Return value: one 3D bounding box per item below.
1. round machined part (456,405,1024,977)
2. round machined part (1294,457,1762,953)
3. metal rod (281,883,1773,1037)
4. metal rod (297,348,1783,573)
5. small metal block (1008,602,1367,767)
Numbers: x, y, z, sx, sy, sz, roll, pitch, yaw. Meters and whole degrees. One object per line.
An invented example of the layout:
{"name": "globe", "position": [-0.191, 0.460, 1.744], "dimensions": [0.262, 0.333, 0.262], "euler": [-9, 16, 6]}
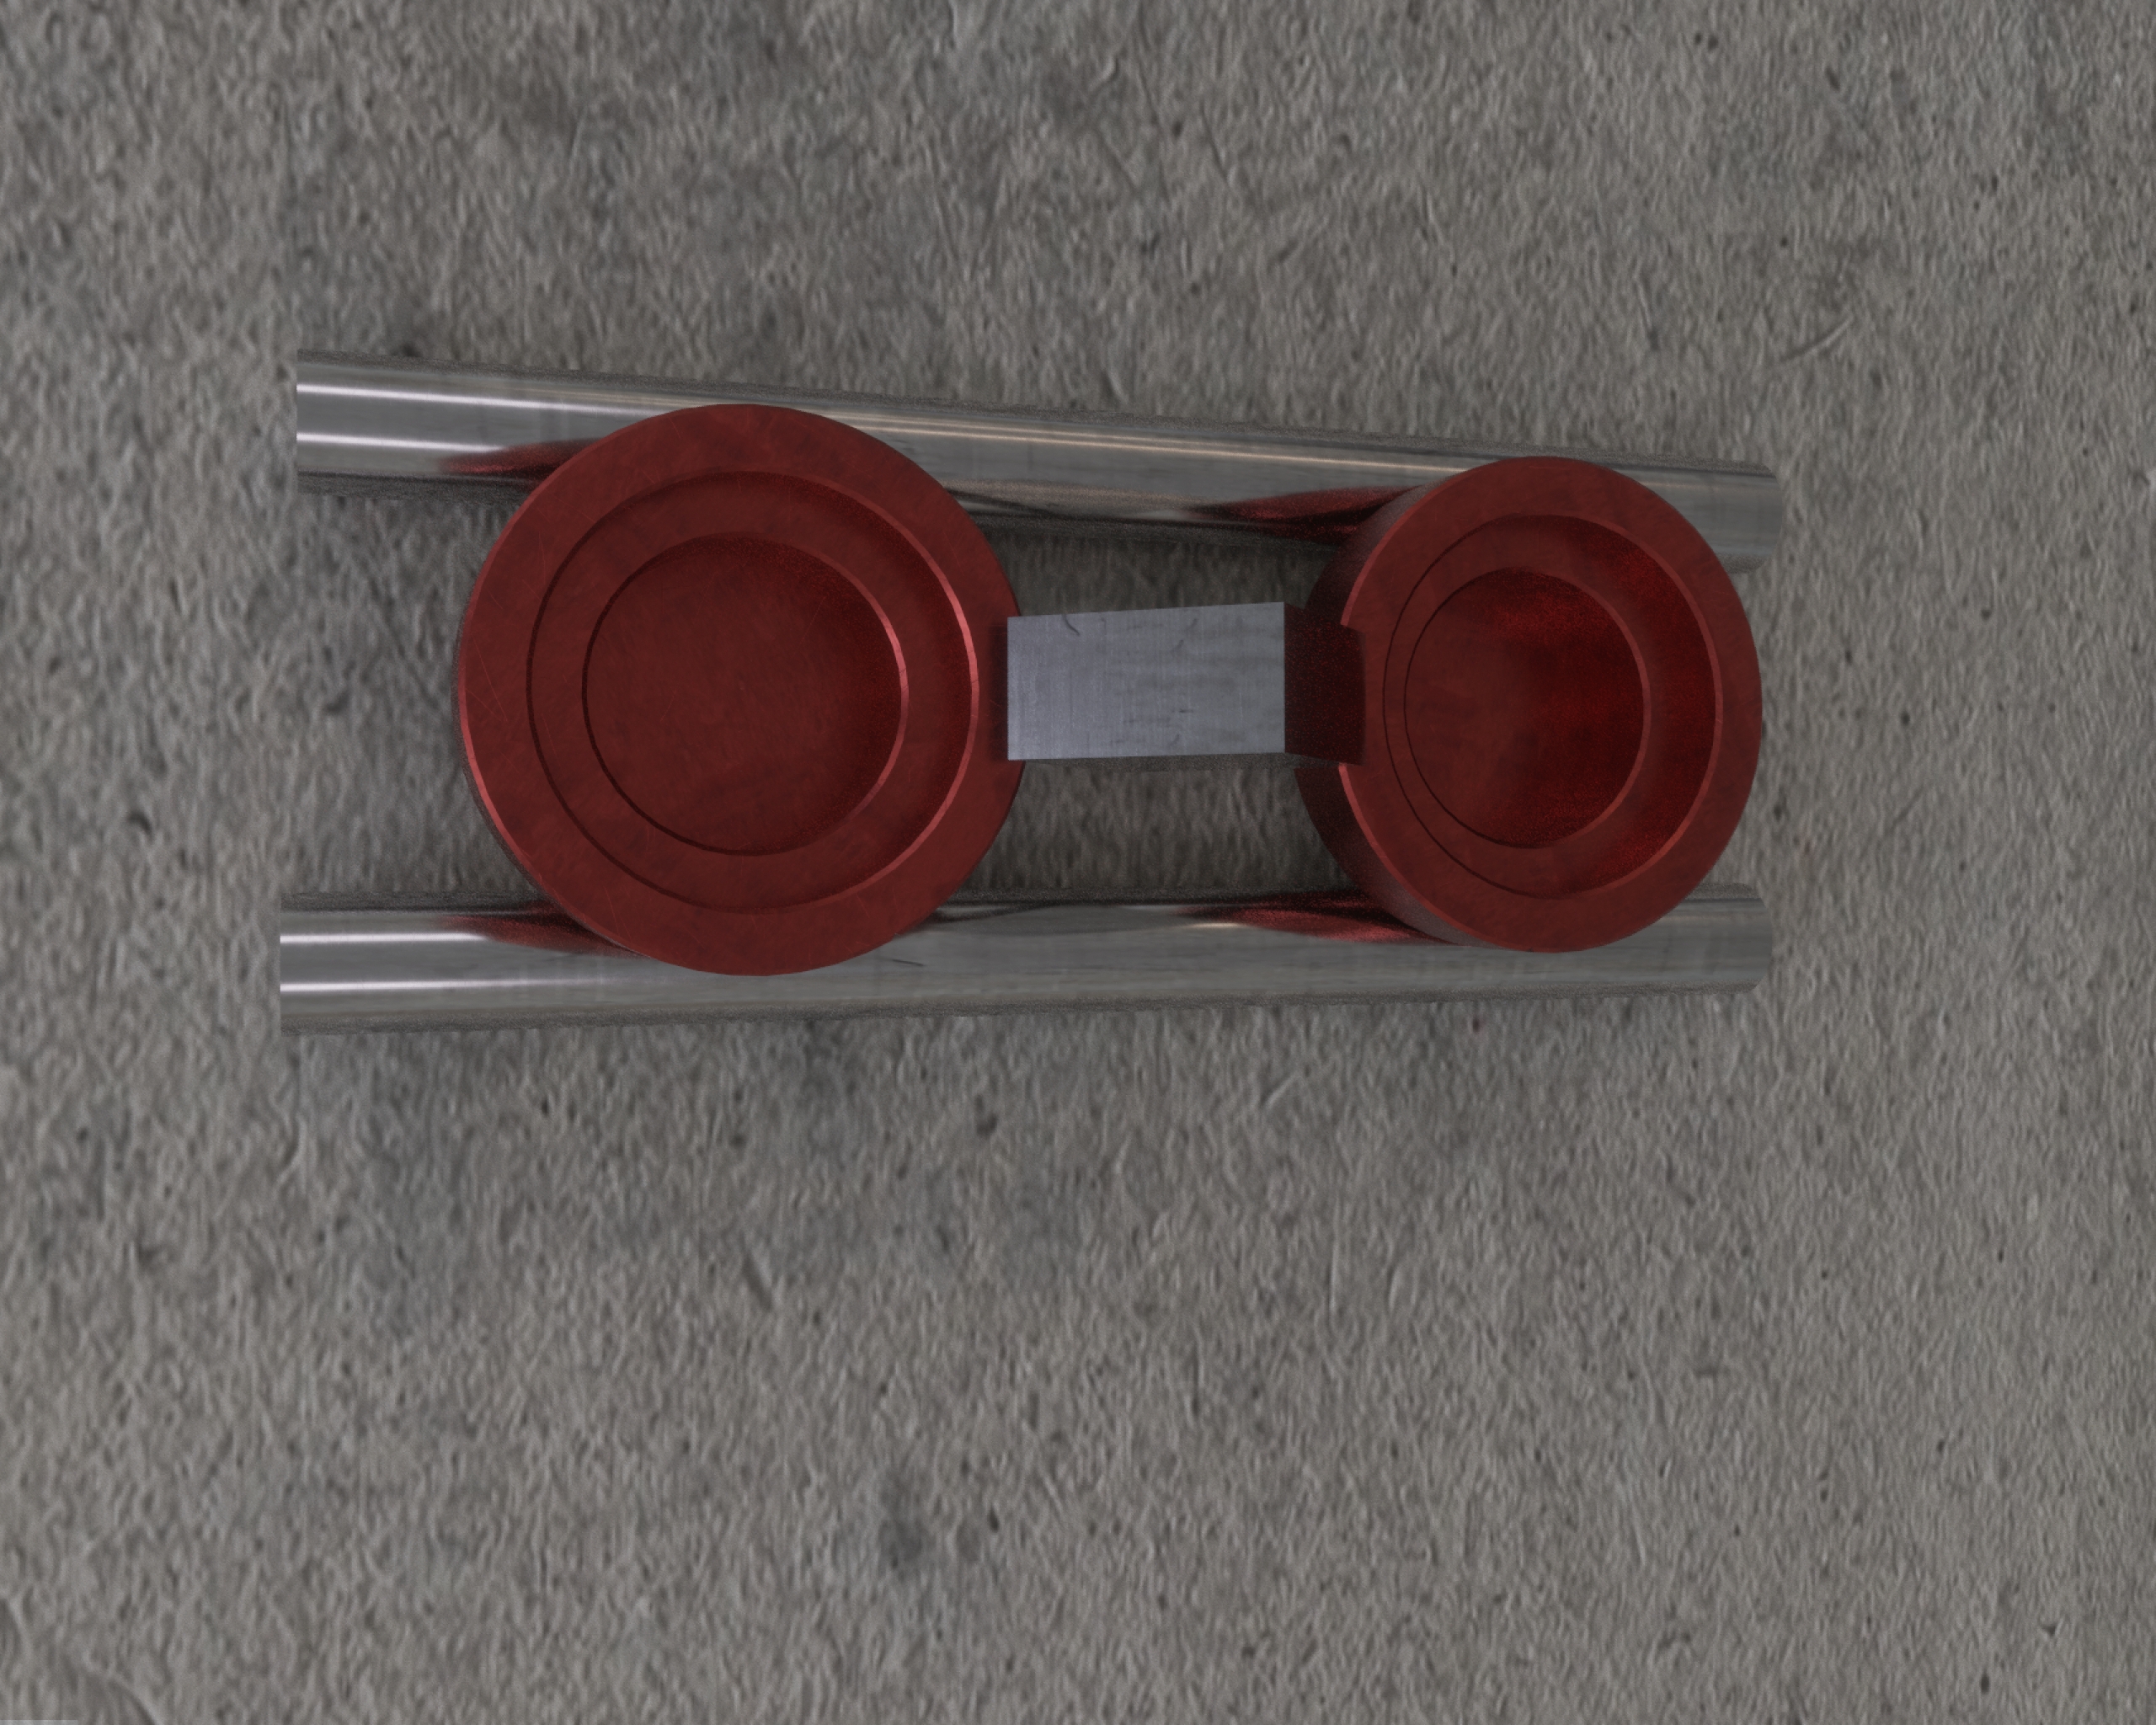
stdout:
{"name": "round machined part", "position": [-0.061, -0.029, 0.374], "dimensions": [0.099, 0.042, 0.097], "euler": [0, 90, -20]}
{"name": "round machined part", "position": [0.087, -0.031, 0.428], "dimensions": [0.099, 0.042, 0.097], "euler": [0, 90, -20]}
{"name": "metal rod", "position": [0.005, 0.017, 0.412], "dimensions": [0.302, 0.025, 0.025], "euler": [0, 90, -20]}
{"name": "metal rod", "position": [0.007, -0.076, 0.412], "dimensions": [0.302, 0.025, 0.025], "euler": [0, 90, -20]}
{"name": "small metal block", "position": [0.021, -0.030, 0.377], "dimensions": [0.050, 0.050, 0.025], "euler": [0, 90, 23]}
